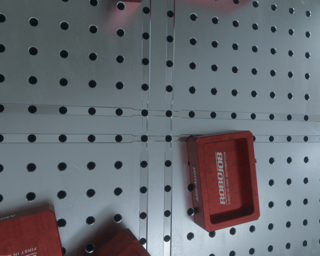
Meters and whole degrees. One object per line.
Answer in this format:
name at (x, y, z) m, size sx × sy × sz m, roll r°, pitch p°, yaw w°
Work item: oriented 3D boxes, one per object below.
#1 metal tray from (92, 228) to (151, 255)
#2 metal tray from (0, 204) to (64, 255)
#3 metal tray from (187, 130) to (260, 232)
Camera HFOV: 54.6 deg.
metal tray at (-0.037, 0.198, 0.379) m, size 0.090 × 0.030 × 0.130 m, roll -39°, pitch 117°, yaw -16°
metal tray at (-0.178, 0.147, 0.345) m, size 0.131 × 0.030 × 0.090 m, roll -11°, pitch 94°, yaw -20°
metal tray at (0.092, 0.072, 0.443) m, size 0.091 × 0.030 × 0.129 m, roll -7°, pitch 92°, yaw -20°
